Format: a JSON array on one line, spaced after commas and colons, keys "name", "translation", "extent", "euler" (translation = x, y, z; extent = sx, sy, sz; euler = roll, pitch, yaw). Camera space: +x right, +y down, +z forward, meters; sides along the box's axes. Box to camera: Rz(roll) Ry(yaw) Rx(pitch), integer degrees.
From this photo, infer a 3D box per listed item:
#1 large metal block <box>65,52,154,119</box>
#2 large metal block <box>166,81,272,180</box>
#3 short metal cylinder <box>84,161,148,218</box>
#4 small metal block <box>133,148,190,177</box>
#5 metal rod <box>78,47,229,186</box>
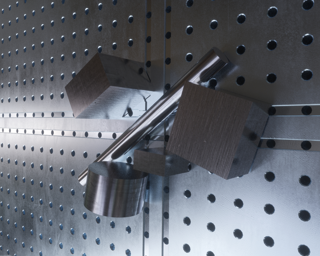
[{"name": "large metal block", "translation": [-0.070, -0.054, 0.430], "extent": [0.080, 0.081, 0.050], "euler": [-35, 69, 34]}, {"name": "large metal block", "translation": [0.062, 0.000, 0.337], "extent": [0.080, 0.050, 0.079], "euler": [25, 105, 37]}, {"name": "short metal cylinder", "translation": [-0.059, 0.080, 0.419], "extent": [0.080, 0.081, 0.050], "euler": [15, 100, 38]}, {"name": "small metal block", "translation": [0.003, 0.041, 0.389], "extent": [0.050, 0.050, 0.025], "euler": [7, 95, 39]}, {"name": "metal rod", "translation": [-0.027, 0.001, 0.428], "extent": [0.299, 0.025, 0.025], "euler": [-41, 65, 32]}]
